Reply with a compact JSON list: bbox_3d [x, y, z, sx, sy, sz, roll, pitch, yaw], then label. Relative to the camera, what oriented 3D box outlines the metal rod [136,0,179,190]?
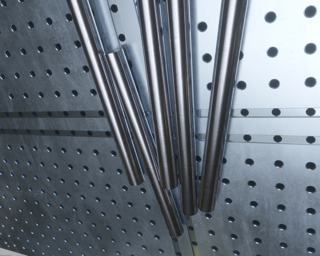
[{"bbox_3d":[-0.002,-0.052,0.372,0.025,0.025,0.298,6,120,25],"label":"metal rod"}]

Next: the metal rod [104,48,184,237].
[{"bbox_3d":[-0.015,0.036,0.440,0.025,0.025,0.298,-4,117,29],"label":"metal rod"}]

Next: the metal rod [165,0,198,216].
[{"bbox_3d":[0.031,-0.007,0.389,0.025,0.025,0.298,8,122,23],"label":"metal rod"}]

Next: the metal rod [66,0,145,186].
[{"bbox_3d":[-0.070,-0.049,0.416,0.025,0.025,0.298,-1,118,28],"label":"metal rod"}]

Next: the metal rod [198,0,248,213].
[{"bbox_3d":[0.069,-0.014,0.365,0.025,0.025,0.298,14,124,20],"label":"metal rod"}]
